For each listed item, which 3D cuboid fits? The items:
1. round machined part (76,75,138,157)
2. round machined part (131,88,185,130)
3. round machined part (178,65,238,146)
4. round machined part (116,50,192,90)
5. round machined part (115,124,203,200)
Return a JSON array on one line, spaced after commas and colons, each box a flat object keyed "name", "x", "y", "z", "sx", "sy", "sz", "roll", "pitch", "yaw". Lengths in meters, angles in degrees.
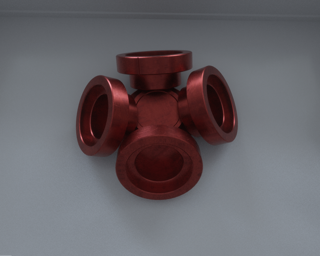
[{"name": "round machined part", "x": -0.064, "y": -0.013, "z": 0.383, "sx": 0.042, "sy": 0.098, "sz": 0.098, "roll": 9, "pitch": 65, "yaw": -37}, {"name": "round machined part", "x": -0.003, "y": -0.014, "z": 0.403, "sx": 0.099, "sy": 0.042, "sz": 0.098, "roll": 0, "pitch": 70, "yaw": -1}, {"name": "round machined part", "x": 0.058, "y": -0.025, "z": 0.390, "sx": 0.042, "sy": 0.098, "sz": 0.098, "roll": -16, "pitch": 66, "yaw": 32}, {"name": "round machined part", "x": -0.007, "y": -0.077, "z": 0.407, "sx": 0.099, "sy": 0.098, "sz": 0.042, "roll": -3, "pitch": 108, "yaw": -2}, {"name": "round machined part", "x": -0.001, "y": 0.036, "z": 0.366, "sx": 0.099, "sy": 0.097, "sz": 0.042, "roll": -1, "pitch": 34, "yaw": -1}]
